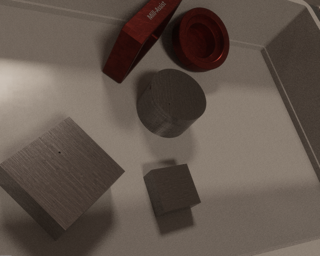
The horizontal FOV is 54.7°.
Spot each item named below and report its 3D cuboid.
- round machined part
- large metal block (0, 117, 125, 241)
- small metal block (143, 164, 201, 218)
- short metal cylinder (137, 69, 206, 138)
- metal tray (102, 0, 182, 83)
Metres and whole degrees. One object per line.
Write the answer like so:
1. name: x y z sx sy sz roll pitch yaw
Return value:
1. round machined part: 0.060 -0.138 0.498 0.099 0.042 0.097 2 86 -29
2. large metal block: -0.097 0.049 0.308 0.080 0.050 0.080 44 51 2
3. small metal block: 0.014 0.074 0.370 0.050 0.025 0.050 -6 65 -31
4. short metal cylinder: 0.015 -0.033 0.419 0.081 0.050 0.080 14 56 -21
5. metal tray: -0.023 -0.131 0.432 0.030 0.090 0.130 36 51 -5
